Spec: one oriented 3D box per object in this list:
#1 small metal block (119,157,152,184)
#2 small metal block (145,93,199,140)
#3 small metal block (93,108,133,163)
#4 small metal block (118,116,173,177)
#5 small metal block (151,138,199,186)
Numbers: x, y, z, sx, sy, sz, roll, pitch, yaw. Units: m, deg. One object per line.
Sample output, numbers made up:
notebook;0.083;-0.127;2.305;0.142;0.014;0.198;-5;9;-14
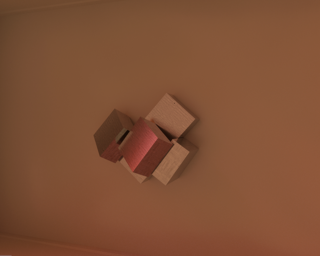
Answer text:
small metal block;-0.022;0.037;0.416;0.050;0.025;0.050;44;103;14
small metal block;0.014;-0.010;0.403;0.050;0.025;0.050;44;103;14
small metal block;-0.060;0.010;0.416;0.050;0.025;0.050;-49;37;13
small metal block;-0.019;0.022;0.375;0.050;0.025;0.050;-54;41;12
small metal block;0.019;0.040;0.388;0.025;0.050;0.050;37;102;16
